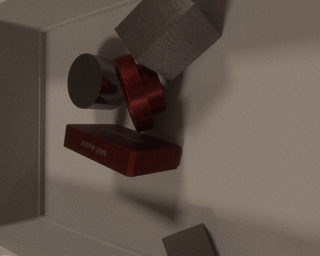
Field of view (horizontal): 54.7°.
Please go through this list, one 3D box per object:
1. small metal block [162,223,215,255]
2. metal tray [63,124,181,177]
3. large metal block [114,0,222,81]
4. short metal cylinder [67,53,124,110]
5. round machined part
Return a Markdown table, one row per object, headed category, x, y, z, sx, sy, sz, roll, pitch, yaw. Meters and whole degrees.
| category | x | y | z | sx | sy | sz | roll | pitch | yaw |
| --- | --- | --- | --- | --- | --- | --- | --- | --- | --- |
| small metal block | 0.036 | 0.144 | 0.361 | 0.050 | 0.025 | 0.050 | -22 | 73 | 3 |
| metal tray | -0.050 | 0.024 | 0.403 | 0.130 | 0.091 | 0.030 | 17 | 101 | 38 |
| large metal block | 0.011 | -0.108 | 0.350 | 0.080 | 0.080 | 0.050 | -40 | 65 | 18 |
| short metal cylinder | -0.094 | -0.068 | 0.465 | 0.080 | 0.050 | 0.079 | 0 | 90 | 39 |
| round machined part | -0.023 | -0.046 | 0.391 | 0.098 | 0.042 | 0.097 | 162 | 89 | -82 |
